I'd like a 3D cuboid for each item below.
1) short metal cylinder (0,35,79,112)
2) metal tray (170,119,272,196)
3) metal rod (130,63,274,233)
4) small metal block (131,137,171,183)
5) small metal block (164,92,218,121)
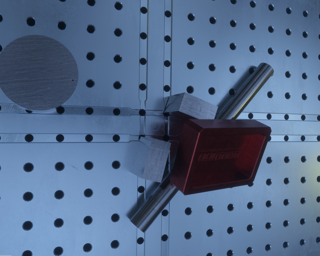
[{"bbox_3d":[-0.136,-0.058,0.349,0.081,0.050,0.079,0,90,-21],"label":"short metal cylinder"},{"bbox_3d":[0.082,0.035,0.409,0.131,0.030,0.089,-1,113,-34],"label":"metal tray"},{"bbox_3d":[0.067,0.019,0.438,0.025,0.025,0.300,45,76,-15],"label":"metal rod"},{"bbox_3d":[-0.013,0.039,0.396,0.025,0.050,0.050,16,85,-20],"label":"small metal block"},{"bbox_3d":[0.041,-0.025,0.416,0.050,0.050,0.025,21,83,-19],"label":"small metal block"}]
